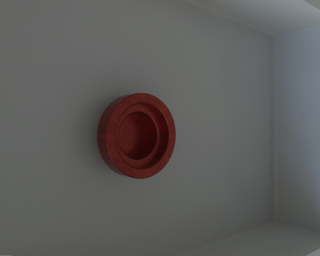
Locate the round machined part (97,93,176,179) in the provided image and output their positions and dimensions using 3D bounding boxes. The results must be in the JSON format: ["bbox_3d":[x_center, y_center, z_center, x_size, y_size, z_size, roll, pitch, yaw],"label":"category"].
[{"bbox_3d":[-0.031,0.009,0.368,0.099,0.042,0.097,0,90,-40],"label":"round machined part"}]
